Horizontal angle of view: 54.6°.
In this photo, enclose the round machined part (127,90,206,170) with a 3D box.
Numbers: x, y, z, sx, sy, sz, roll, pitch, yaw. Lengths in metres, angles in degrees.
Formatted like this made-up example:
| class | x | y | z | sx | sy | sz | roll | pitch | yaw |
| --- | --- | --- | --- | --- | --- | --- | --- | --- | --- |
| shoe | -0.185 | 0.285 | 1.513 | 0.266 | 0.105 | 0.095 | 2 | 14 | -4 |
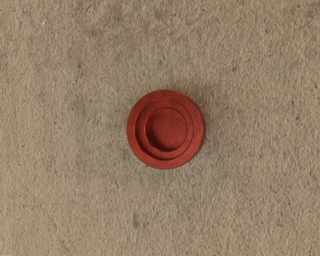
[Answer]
| class | x | y | z | sx | sy | sz | roll | pitch | yaw |
| --- | --- | --- | --- | --- | --- | --- | --- | --- | --- |
| round machined part | 0.011 | 0.002 | 0.397 | 0.098 | 0.042 | 0.097 | 0 | 90 | 20 |
